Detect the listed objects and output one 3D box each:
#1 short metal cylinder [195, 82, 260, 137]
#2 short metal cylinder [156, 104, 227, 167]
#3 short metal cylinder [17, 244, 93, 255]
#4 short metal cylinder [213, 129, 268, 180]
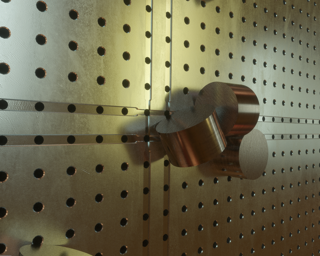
[{"bbox_3d":[0.097,-0.026,0.454,0.050,0.080,0.079,-1,91,-40],"label":"short metal cylinder"},{"bbox_3d":[0.041,0.009,0.408,0.081,0.080,0.050,-36,113,-34],"label":"short metal cylinder"},{"bbox_3d":[-0.099,0.147,0.291,0.080,0.080,0.050,24,75,-38],"label":"short metal cylinder"},{"bbox_3d":[0.131,0.041,0.503,0.081,0.050,0.079,0,90,-40],"label":"short metal cylinder"}]
